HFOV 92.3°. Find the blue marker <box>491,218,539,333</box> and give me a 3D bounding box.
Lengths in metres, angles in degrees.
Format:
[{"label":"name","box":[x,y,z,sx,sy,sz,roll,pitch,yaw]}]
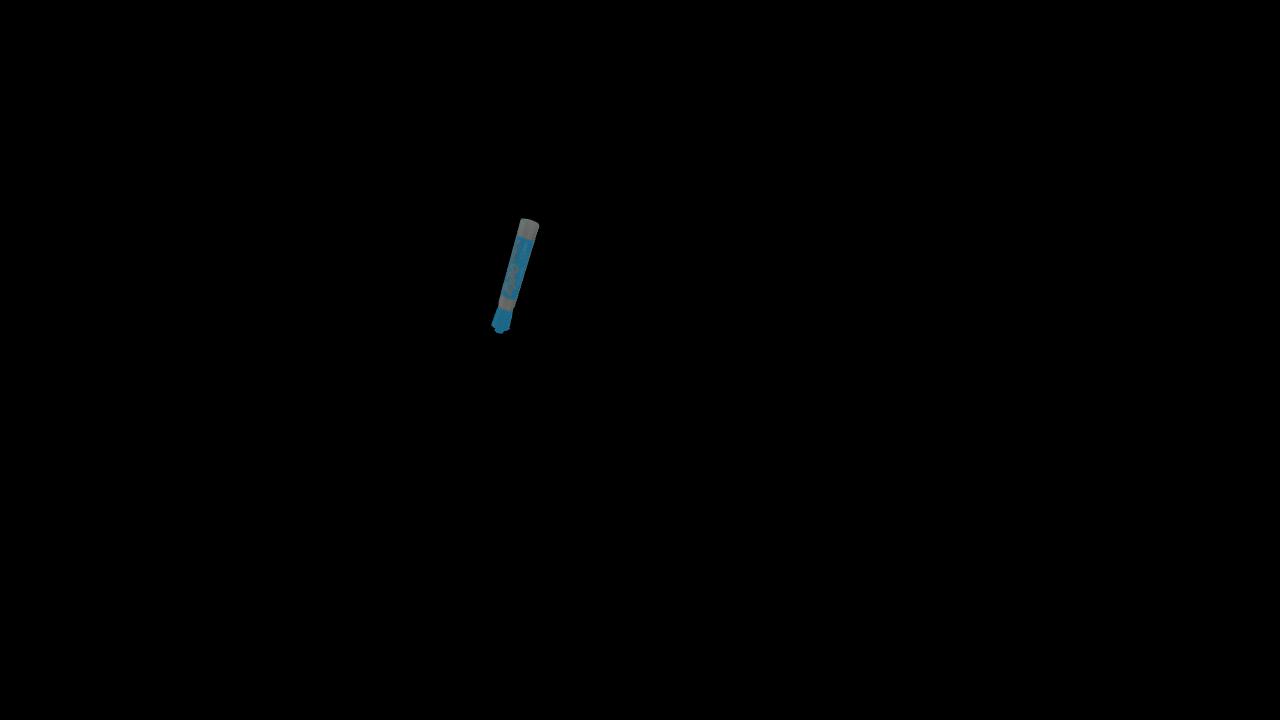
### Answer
[{"label":"blue marker","box":[-0.126,-0.081,0.615,0.020,0.121,0.020,18,22,-8]}]
